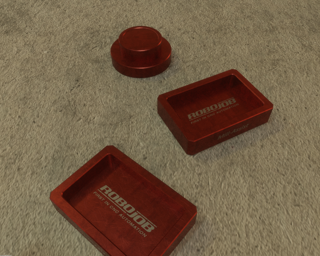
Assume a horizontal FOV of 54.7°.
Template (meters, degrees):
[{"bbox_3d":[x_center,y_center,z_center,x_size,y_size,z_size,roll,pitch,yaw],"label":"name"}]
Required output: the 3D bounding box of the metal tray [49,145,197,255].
[{"bbox_3d":[-0.039,0.085,0.327,0.130,0.030,0.090,33,57,24],"label":"metal tray"}]

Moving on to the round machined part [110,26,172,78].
[{"bbox_3d":[-0.031,-0.128,0.500,0.099,0.042,0.098,0,50,0],"label":"round machined part"}]

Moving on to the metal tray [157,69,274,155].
[{"bbox_3d":[0.073,-0.026,0.422,0.131,0.030,0.090,-22,53,-18],"label":"metal tray"}]
